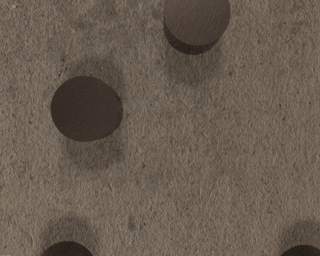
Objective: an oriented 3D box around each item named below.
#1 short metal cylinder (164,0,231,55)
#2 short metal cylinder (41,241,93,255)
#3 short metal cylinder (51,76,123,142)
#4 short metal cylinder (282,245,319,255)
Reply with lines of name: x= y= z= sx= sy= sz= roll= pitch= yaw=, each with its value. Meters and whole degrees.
short metal cylinder: x=0.045 y=-0.139 z=0.398 sx=0.081 sy=0.050 sz=0.079 roll=0 pitch=90 yaw=-1
short metal cylinder: x=-0.126 y=0.194 z=0.396 sx=0.081 sy=0.050 sz=0.079 roll=0 pitch=90 yaw=-1
short metal cylinder: x=-0.091 y=-0.023 z=0.396 sx=0.081 sy=0.050 sz=0.079 roll=0 pitch=90 yaw=-1
short metal cylinder: x=0.198 y=0.201 z=0.400 sx=0.081 sy=0.050 sz=0.079 roll=0 pitch=90 yaw=-1
